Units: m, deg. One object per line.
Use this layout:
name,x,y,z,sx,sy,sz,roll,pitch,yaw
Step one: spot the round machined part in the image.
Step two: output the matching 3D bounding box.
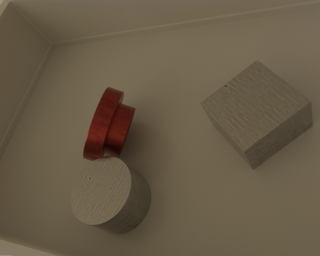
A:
round machined part,-0.062,-0.001,0.403,0.042,0.098,0.098,19,67,-5

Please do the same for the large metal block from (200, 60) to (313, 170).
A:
large metal block,0.106,-0.015,0.343,0.080,0.050,0.080,-37,51,3

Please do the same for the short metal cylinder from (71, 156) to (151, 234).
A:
short metal cylinder,-0.057,0.080,0.369,0.080,0.050,0.080,-13,56,20
